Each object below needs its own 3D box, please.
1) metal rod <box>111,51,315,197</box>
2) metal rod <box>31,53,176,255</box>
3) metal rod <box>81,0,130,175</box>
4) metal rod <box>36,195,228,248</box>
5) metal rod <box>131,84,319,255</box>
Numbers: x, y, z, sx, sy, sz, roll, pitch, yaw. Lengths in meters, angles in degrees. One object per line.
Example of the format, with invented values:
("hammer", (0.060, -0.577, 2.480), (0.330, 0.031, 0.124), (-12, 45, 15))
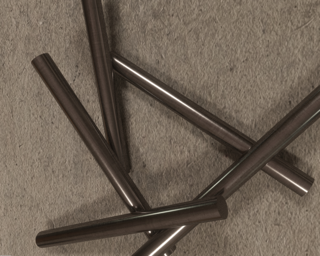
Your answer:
("metal rod", (0.048, -0.015, 0.391), (0.300, 0.025, 0.025), (35, 101, 16))
("metal rod", (-0.071, 0.037, 0.400), (0.025, 0.025, 0.299), (-32, 92, 17))
("metal rod", (-0.076, -0.084, 0.408), (0.025, 0.025, 0.298), (-6, 98, 19))
("metal rod", (-0.057, 0.125, 0.394), (0.300, 0.025, 0.025), (-20, 84, 31))
("metal rod", (0.075, 0.065, 0.353), (0.299, 0.025, 0.025), (-45, 76, 13))
